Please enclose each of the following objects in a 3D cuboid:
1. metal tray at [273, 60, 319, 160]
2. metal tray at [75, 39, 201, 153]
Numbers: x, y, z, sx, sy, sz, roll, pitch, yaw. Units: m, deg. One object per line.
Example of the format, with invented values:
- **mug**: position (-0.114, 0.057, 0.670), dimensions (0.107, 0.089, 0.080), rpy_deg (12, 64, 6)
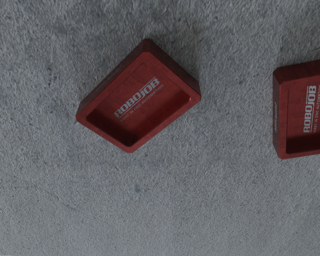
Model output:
- **metal tray**: position (0.191, -0.021, 0.387), dimensions (0.090, 0.030, 0.129), rpy_deg (-10, 130, 8)
- **metal tray**: position (-0.027, -0.032, 0.376), dimensions (0.090, 0.030, 0.130), rpy_deg (36, 121, -27)
